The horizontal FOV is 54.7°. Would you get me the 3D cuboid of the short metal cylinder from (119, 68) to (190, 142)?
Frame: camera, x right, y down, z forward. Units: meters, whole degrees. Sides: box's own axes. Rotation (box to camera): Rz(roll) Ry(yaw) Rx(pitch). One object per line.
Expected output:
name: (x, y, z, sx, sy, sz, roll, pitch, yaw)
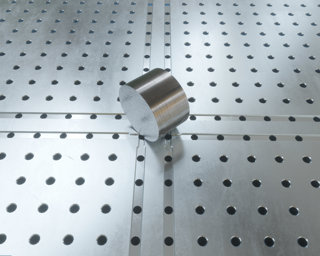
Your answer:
short metal cylinder: (-0.008, -0.030, 0.396, 0.050, 0.080, 0.080, -33, 58, -25)
